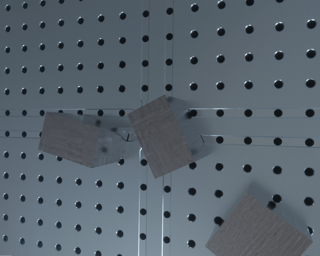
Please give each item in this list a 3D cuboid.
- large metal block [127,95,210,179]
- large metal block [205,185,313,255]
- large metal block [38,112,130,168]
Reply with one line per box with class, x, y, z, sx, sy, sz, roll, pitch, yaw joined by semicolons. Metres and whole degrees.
large metal block;0.013;0.010;0.378;0.050;0.080;0.080;-27;82;18
large metal block;0.113;0.126;0.359;0.080;0.050;0.080;37;102;16
large metal block;-0.099;0.013;0.417;0.080;0.080;0.050;16;95;19
